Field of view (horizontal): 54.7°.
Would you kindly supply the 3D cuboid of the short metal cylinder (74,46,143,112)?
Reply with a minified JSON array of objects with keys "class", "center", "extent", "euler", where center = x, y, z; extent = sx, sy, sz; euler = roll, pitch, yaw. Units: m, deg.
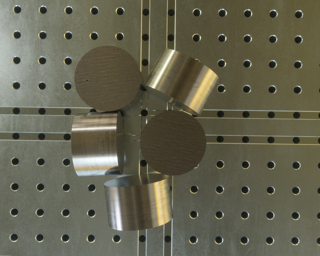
[{"class":"short metal cylinder","center":[-0.063,-0.060,0.400],"extent":[0.080,0.050,0.079],"euler":[0,90,1]}]

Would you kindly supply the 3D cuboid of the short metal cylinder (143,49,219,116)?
[{"class":"short metal cylinder","center":[0.026,-0.056,0.386],"extent":[0.080,0.080,0.050],"euler":[28,89,0]}]

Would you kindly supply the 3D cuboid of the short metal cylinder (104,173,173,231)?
[{"class":"short metal cylinder","center":[-0.026,0.089,0.385],"extent":[0.080,0.080,0.050],"euler":[-6,91,0]}]

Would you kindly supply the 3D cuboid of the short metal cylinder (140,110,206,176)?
[{"class":"short metal cylinder","center":[0.016,0.018,0.401],"extent":[0.081,0.050,0.079],"euler":[0,91,-1]}]

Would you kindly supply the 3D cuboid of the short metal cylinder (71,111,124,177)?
[{"class":"short metal cylinder","center":[-0.074,0.020,0.386],"extent":[0.050,0.080,0.080],"euler":[-2,90,-1]}]
